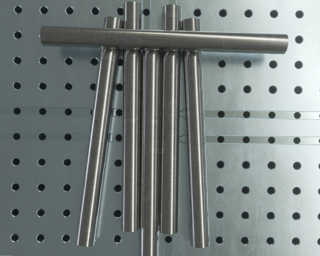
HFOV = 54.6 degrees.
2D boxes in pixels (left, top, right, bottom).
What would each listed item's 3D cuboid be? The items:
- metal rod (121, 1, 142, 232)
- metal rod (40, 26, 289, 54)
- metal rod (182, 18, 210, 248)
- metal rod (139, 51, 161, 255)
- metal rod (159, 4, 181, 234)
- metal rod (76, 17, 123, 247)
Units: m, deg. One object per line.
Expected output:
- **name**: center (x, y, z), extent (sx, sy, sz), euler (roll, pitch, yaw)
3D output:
- **metal rod**: center (-0.038, -0.015, 0.413), extent (0.025, 0.025, 0.298), euler (1, 90, 0)
- **metal rod**: center (0.006, -0.110, 0.388), extent (0.302, 0.025, 0.025), euler (2, 90, 0)
- **metal rod**: center (0.047, 0.007, 0.414), extent (0.025, 0.025, 0.298), euler (-2, 90, 0)
- **metal rod**: center (-0.013, 0.041, 0.413), extent (0.025, 0.025, 0.298), euler (1, 90, 0)
- **metal rod**: center (0.014, -0.011, 0.415), extent (0.025, 0.025, 0.298), euler (1, 90, 0)
- **metal rod**: center (-0.080, 0.005, 0.412), extent (0.025, 0.025, 0.298), euler (7, 90, 0)
